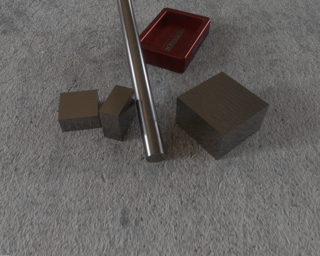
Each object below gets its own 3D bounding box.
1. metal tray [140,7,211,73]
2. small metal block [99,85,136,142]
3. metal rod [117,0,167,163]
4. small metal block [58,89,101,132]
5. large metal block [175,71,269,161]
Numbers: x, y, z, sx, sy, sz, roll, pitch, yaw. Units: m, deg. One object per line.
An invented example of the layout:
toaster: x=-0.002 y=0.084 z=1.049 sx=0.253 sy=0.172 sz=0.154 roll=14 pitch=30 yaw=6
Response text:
metal tray: x=0.022 y=-0.153 z=0.528 sx=0.090 sy=0.030 sz=0.130 roll=20 pitch=52 yaw=15
small metal block: x=-0.054 y=-0.019 z=0.402 sx=0.025 sy=0.050 sz=0.050 roll=15 pitch=52 yaw=12
metal rod: x=-0.033 y=-0.090 z=0.449 sx=0.025 sy=0.025 sz=0.299 roll=-8 pitch=59 yaw=-7
small metal block: x=-0.109 y=-0.024 z=0.422 sx=0.050 sy=0.025 sz=0.050 roll=-7 pitch=50 yaw=-6
large metal block: x=0.078 y=-0.018 z=0.403 sx=0.081 sy=0.050 sz=0.080 roll=-31 pitch=57 yaw=-24
